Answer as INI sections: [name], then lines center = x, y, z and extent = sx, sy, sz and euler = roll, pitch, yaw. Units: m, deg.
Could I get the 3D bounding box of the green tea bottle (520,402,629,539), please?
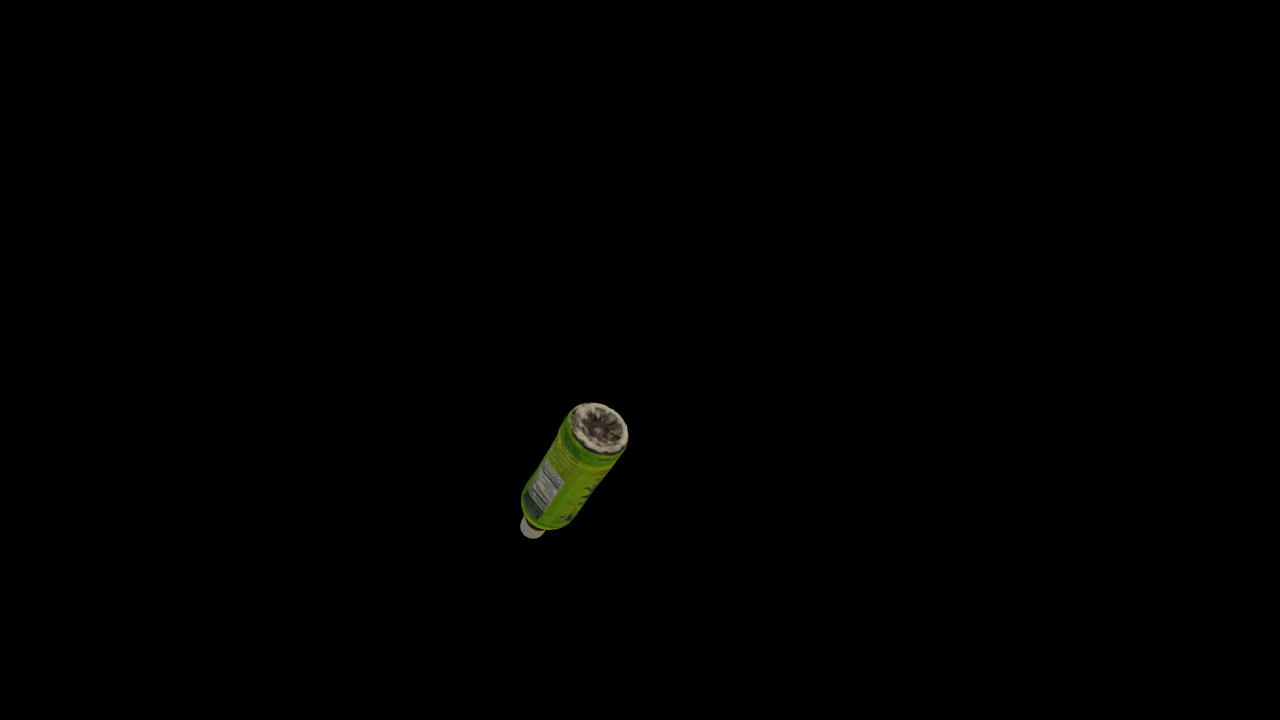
[green tea bottle]
center = -0.086, 0.134, 0.683
extent = 0.073, 0.073, 0.212
euler = 0, -39, -37
